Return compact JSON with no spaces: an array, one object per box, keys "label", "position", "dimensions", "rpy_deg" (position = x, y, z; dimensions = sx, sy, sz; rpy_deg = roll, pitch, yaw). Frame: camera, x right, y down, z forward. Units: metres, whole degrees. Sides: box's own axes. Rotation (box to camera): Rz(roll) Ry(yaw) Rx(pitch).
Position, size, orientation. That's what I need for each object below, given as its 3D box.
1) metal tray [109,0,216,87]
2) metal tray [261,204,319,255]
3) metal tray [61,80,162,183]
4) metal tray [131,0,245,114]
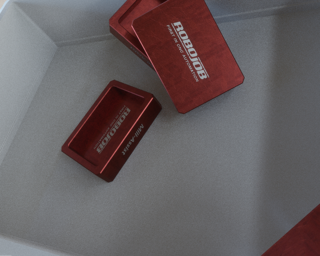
[{"label":"metal tray","position":[0.007,-0.128,0.425],"dimensions":[0.130,0.030,0.090],"rpy_deg":[41,83,-5]},{"label":"metal tray","position":[0.098,0.086,0.147],"dimensions":[0.130,0.030,0.090],"rpy_deg":[-41,51,-1]},{"label":"metal tray","position":[-0.069,0.000,0.438],"dimensions":[0.090,0.030,0.130],"rpy_deg":[25,75,36]},{"label":"metal tray","position":[0.035,-0.094,0.388],"dimensions":[0.090,0.030,0.130],"rpy_deg":[-28,94,5]}]
